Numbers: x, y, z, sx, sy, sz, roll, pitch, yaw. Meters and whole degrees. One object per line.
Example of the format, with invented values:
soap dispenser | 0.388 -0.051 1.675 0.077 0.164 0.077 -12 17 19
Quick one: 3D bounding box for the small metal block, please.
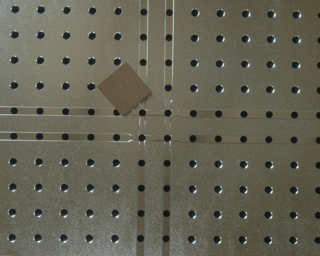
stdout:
small metal block | -0.046 -0.051 0.413 0.050 0.025 0.050 -40 91 0
